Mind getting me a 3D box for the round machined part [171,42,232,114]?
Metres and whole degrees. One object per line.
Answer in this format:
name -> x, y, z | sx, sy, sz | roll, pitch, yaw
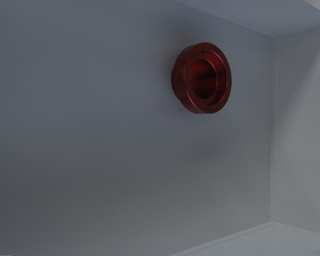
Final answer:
round machined part -> 0.055, -0.068, 0.440 | 0.099, 0.042, 0.097 | 0, 90, -40
